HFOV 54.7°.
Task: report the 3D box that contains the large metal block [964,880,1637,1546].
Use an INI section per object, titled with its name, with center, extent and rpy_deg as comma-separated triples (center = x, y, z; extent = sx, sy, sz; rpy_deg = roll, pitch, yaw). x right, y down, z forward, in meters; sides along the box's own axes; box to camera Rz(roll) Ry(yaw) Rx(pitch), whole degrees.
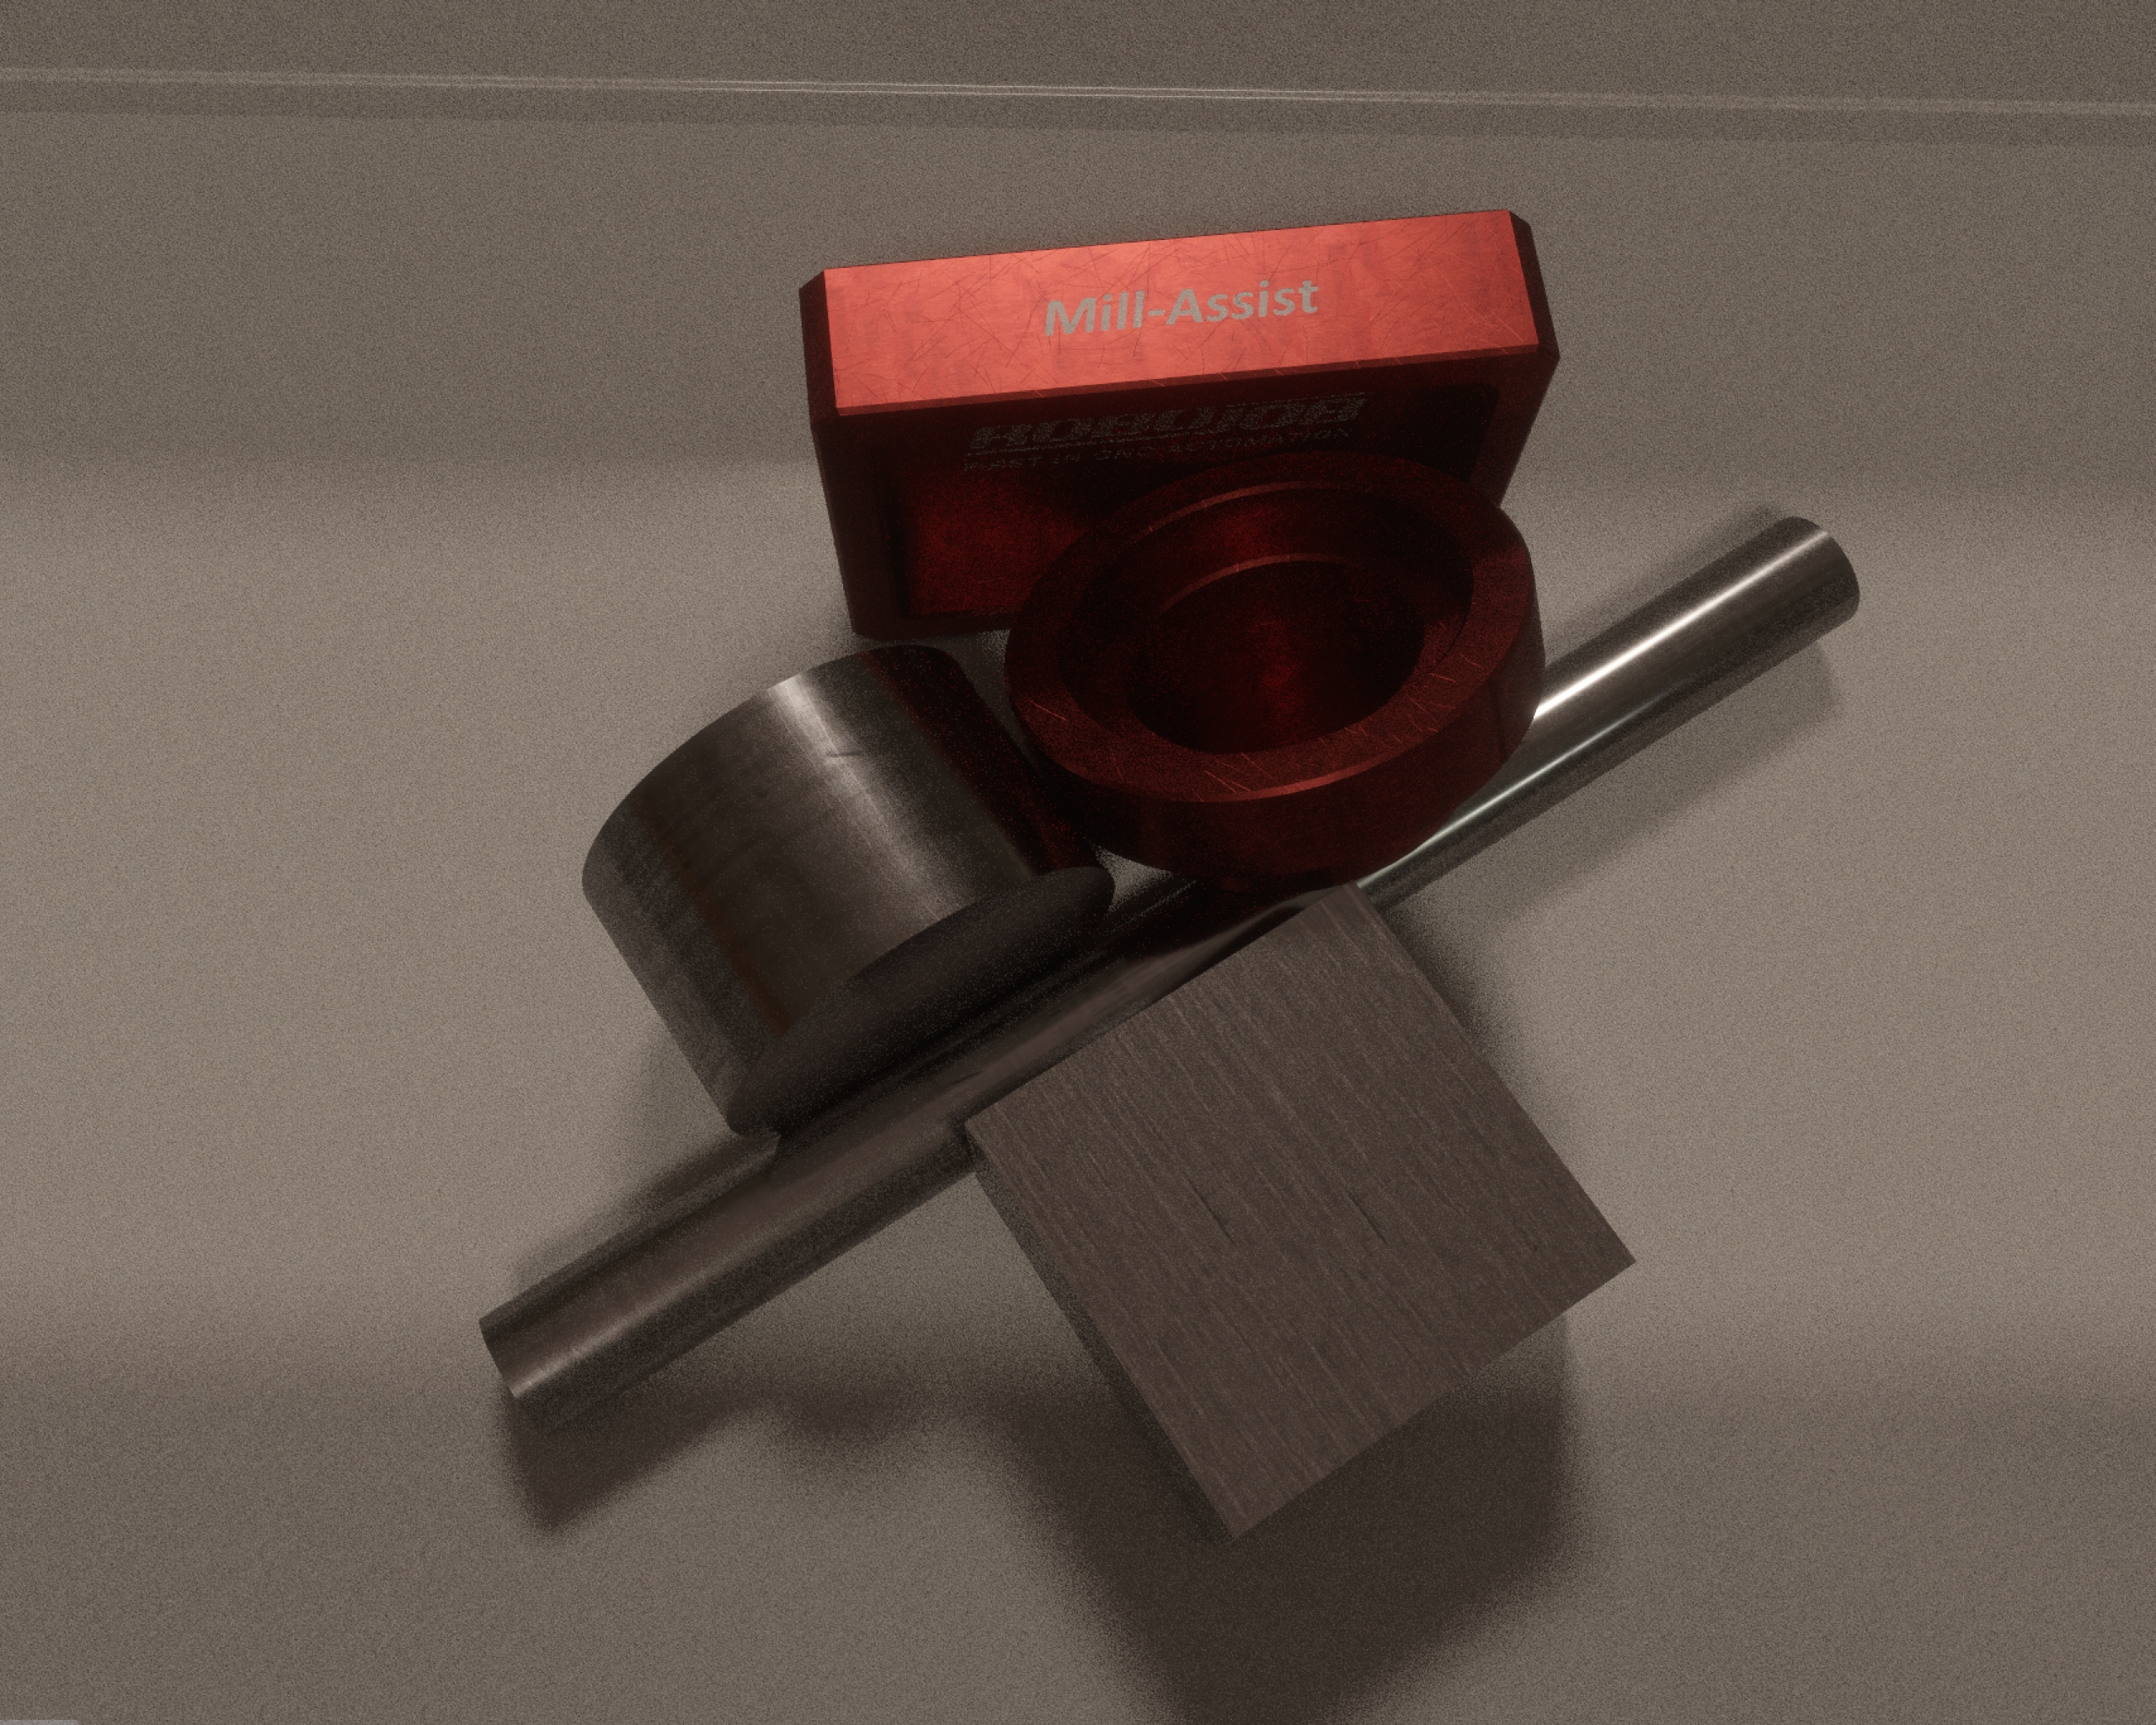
[large metal block]
center = 0.036, 0.063, 0.371
extent = 0.080, 0.050, 0.080
rpy_deg = -31, 73, -11

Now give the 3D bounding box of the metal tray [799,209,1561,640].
[metal tray]
center = 0.017, -0.081, 0.402
extent = 0.131, 0.090, 0.030
rpy_deg = -6, 71, -3

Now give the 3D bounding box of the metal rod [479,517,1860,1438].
[metal rod]
center = 0.026, 0.016, 0.403
extent = 0.301, 0.025, 0.025
rpy_deg = -31, 73, -11

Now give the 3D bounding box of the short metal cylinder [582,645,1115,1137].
[short metal cylinder]
center = -0.041, 0.006, 0.376
extent = 0.080, 0.080, 0.050
rpy_deg = -32, 74, -11

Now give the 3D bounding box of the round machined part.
[round machined part]
center = 0.039, -0.032, 0.396
extent = 0.098, 0.042, 0.098
rpy_deg = -10, 44, 10
